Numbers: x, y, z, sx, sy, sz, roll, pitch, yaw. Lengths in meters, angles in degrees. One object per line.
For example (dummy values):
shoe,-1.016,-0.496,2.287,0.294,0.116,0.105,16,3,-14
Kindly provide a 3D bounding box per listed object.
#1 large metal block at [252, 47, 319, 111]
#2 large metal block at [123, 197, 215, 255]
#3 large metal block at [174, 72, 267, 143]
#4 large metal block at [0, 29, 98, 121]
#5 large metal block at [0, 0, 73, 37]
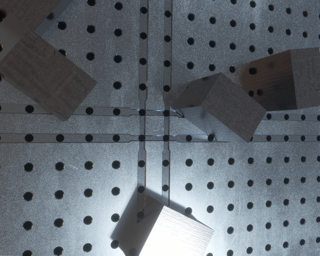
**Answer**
large metal block,0.186,-0.068,0.454,0.050,0.080,0.079,-9,94,-20
large metal block,0.011,0.148,0.405,0.080,0.050,0.080,31,80,-18
large metal block,0.077,-0.024,0.413,0.080,0.080,0.050,36,79,-17
large metal block,-0.122,-0.051,0.339,0.080,0.080,0.050,39,78,-16
large metal block,-0.148,-0.157,0.345,0.080,0.050,0.080,38,78,-16
